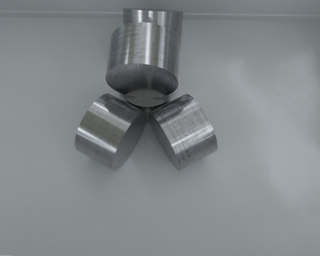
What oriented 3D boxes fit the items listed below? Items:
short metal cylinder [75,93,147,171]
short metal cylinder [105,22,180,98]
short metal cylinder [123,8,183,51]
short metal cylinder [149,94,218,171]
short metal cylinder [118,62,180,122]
[{"bbox_3d":[-0.058,0.005,0.376,0.050,0.080,0.080,28,72,10],"label":"short metal cylinder"},{"bbox_3d":[-0.018,-0.074,0.352,0.080,0.080,0.050,3,70,1],"label":"short metal cylinder"},{"bbox_3d":[-0.010,-0.134,0.421,0.080,0.080,0.050,4,113,1],"label":"short metal cylinder"},{"bbox_3d":[0.027,0.005,0.377,0.050,0.080,0.080,-27,73,-9],"label":"short metal cylinder"},{"bbox_3d":[-0.015,-0.055,0.413,0.081,0.050,0.080,0,70,0],"label":"short metal cylinder"}]
